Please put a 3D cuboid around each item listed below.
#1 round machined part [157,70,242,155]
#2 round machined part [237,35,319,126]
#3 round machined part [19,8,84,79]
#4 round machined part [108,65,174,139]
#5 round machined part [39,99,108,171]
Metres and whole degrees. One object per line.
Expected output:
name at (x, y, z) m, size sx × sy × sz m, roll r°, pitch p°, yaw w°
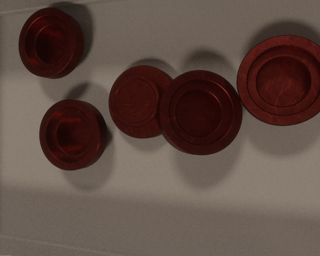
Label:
round machined part at (0.044, -0.017, 0.371) m, size 0.099 × 0.042 × 0.097 m, roll 1°, pitch 86°, yaw -11°
round machined part at (0.138, -0.051, 0.351) m, size 0.098 × 0.042 × 0.097 m, roll 0°, pitch 89°, yaw 16°
round machined part at (-0.153, -0.120, 0.454) m, size 0.098 × 0.042 × 0.097 m, roll 0°, pitch 90°, yaw 19°
round machined part at (-0.025, -0.035, 0.409) m, size 0.098 × 0.042 × 0.097 m, roll 0°, pitch 90°, yaw 19°
round machined part at (-0.118, 0.010, 0.442) m, size 0.098 × 0.042 × 0.097 m, roll 0°, pitch 90°, yaw 19°
